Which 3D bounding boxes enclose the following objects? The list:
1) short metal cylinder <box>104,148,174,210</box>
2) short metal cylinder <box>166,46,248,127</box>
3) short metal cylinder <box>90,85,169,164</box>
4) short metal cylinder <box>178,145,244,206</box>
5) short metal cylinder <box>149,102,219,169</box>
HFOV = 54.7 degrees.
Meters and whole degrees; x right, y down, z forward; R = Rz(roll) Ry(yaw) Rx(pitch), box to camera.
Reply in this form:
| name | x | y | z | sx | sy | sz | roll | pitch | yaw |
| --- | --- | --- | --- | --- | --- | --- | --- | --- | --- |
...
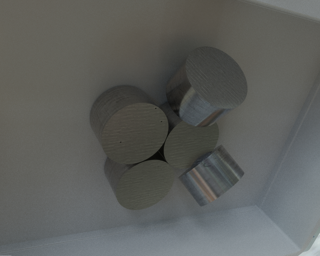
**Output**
| name | x | y | z | sx | sy | sz | roll | pitch | yaw |
| --- | --- | --- | --- | --- | --- | --- | --- | --- | --- |
| short metal cylinder | -0.028 | 0.062 | 0.414 | 0.081 | 0.050 | 0.079 | -14 | 125 | -21 |
| short metal cylinder | 0.054 | -0.048 | 0.363 | 0.081 | 0.080 | 0.050 | -3 | 158 | -27 |
| short metal cylinder | -0.037 | -0.004 | 0.368 | 0.081 | 0.050 | 0.079 | -14 | 125 | -21 |
| short metal cylinder | 0.074 | 0.068 | 0.448 | 0.080 | 0.050 | 0.080 | -37 | 174 | -4 |
| short metal cylinder | 0.031 | 0.007 | 0.413 | 0.081 | 0.050 | 0.079 | -14 | 125 | -21 |
